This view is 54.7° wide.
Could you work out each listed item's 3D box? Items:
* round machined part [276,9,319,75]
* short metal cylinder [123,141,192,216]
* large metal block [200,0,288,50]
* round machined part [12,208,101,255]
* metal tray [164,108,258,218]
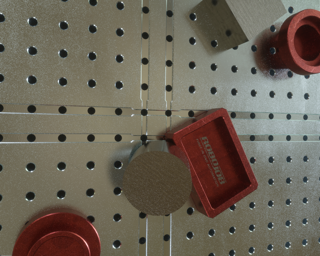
[{"bbox_3d":[0.224,-0.131,0.486,0.099,0.042,0.097,0,90,-20],"label":"round machined part"},{"bbox_3d":[-0.002,0.060,0.383,0.080,0.050,0.079,0,101,2],"label":"short metal cylinder"},{"bbox_3d":[0.119,-0.173,0.443,0.080,0.050,0.080,-38,102,-16],"label":"large metal block"},{"bbox_3d":[-0.118,0.147,0.360,0.099,0.042,0.097,0,90,-20],"label":"round machined part"},{"bbox_3d":[0.074,0.047,0.437,0.091,0.030,0.129,-28,99,-18],"label":"metal tray"}]
